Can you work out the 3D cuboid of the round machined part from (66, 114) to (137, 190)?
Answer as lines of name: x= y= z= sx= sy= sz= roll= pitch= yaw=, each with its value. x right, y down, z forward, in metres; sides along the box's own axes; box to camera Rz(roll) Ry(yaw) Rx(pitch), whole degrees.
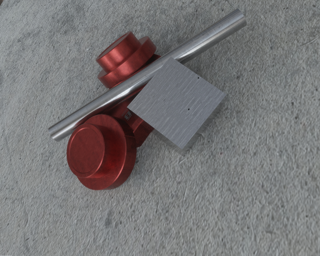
round machined part: x=-0.081 y=0.030 z=0.396 sx=0.098 sy=0.042 sz=0.098 roll=-6 pitch=78 yaw=34

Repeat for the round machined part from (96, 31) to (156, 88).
round machined part: x=-0.057 y=-0.107 z=0.464 sx=0.098 sy=0.042 sz=0.098 roll=-33 pitch=23 yaw=17

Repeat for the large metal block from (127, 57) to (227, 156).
large metal block: x=0.021 y=-0.024 z=0.375 sx=0.080 sy=0.050 sz=0.080 roll=37 pitch=81 yaw=14

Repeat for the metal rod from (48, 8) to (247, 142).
metal rod: x=-0.022 y=-0.067 z=0.421 sx=0.300 sy=0.025 sz=0.025 roll=-31 pitch=52 yaw=8

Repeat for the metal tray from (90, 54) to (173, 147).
metal tray: x=-0.030 y=-0.046 z=0.446 sx=0.090 sy=0.030 sz=0.130 roll=27 pitch=76 yaw=37
